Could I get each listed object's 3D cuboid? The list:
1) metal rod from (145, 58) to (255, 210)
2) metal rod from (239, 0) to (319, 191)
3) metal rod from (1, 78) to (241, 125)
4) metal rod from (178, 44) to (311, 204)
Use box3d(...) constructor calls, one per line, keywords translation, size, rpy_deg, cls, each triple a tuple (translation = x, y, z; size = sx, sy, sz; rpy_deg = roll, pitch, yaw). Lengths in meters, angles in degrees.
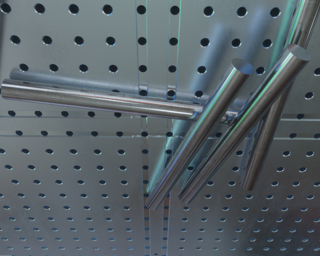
box3d(translation=(0.035, 0.032, 0.414), size=(0.025, 0.025, 0.298), rpy_deg=(14, 136, -12), cls="metal rod")
box3d(translation=(0.143, -0.025, 0.391), size=(0.025, 0.025, 0.298), rpy_deg=(1, 130, -1), cls="metal rod")
box3d(translation=(-0.035, -0.030, 0.385), size=(0.302, 0.025, 0.025), rpy_deg=(7, 130, -6), cls="metal rod")
box3d(translation=(0.087, 0.021, 0.401), size=(0.025, 0.025, 0.298), rpy_deg=(14, 138, -11), cls="metal rod")
